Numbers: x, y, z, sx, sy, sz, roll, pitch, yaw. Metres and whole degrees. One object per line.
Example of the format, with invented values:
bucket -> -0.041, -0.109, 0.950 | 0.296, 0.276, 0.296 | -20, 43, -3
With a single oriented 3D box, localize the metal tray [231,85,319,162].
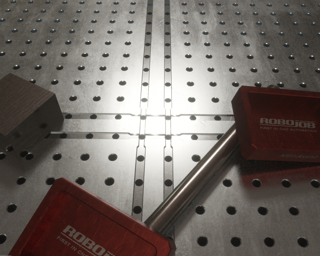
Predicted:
metal tray -> 0.162, -0.005, 0.388 | 0.131, 0.030, 0.090 | 3, 58, -10

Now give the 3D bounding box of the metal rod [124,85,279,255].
metal rod -> 0.070, 0.035, 0.378 | 0.025, 0.025, 0.301 | 33, 57, 24

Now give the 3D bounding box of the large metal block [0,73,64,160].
large metal block -> -0.189, -0.017, 0.403 | 0.080, 0.050, 0.080 | 24, 54, 18

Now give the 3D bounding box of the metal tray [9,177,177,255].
metal tray -> -0.063, 0.115, 0.285 | 0.130, 0.030, 0.090 | 25, 77, 19
